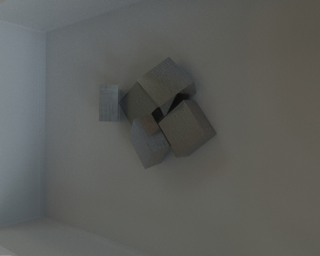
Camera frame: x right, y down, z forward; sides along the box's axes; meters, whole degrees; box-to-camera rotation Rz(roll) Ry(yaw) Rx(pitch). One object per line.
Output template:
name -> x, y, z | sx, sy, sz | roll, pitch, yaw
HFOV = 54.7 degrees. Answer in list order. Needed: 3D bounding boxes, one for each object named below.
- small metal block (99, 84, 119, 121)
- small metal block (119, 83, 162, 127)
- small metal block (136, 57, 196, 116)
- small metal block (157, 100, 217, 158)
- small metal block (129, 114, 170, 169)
small metal block -> -0.072, -0.034, 0.444 | 0.050, 0.025, 0.050 | -177, 88, -83
small metal block -> -0.023, -0.031, 0.421 | 0.050, 0.025, 0.050 | -45, 64, 30
small metal block -> 0.008, -0.051, 0.381 | 0.050, 0.025, 0.050 | -37, 62, -5
small metal block -> 0.032, 0.001, 0.377 | 0.050, 0.025, 0.050 | -43, 64, 31
small metal block -> -0.015, 0.018, 0.400 | 0.050, 0.025, 0.050 | 60, 155, 22
